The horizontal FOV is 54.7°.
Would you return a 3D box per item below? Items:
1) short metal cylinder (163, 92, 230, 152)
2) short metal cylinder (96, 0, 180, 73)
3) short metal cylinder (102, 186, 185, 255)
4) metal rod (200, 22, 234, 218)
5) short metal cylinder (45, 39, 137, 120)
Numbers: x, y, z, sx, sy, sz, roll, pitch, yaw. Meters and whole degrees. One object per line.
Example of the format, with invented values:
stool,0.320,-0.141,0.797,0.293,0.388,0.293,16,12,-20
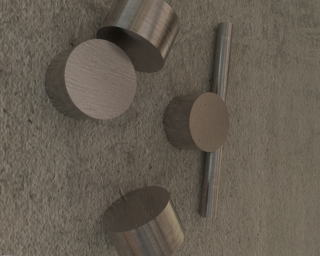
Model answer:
short metal cylinder,0.052,-0.008,0.432,0.081,0.050,0.079,0,90,-40
short metal cylinder,-0.024,-0.106,0.349,0.080,0.080,0.050,35,68,-35
short metal cylinder,-0.018,0.110,0.354,0.081,0.080,0.050,-34,112,-35
metal rod,0.088,-0.015,0.478,0.025,0.025,0.298,10,83,-40
short metal cylinder,-0.072,-0.048,0.328,0.081,0.050,0.079,0,90,-40
